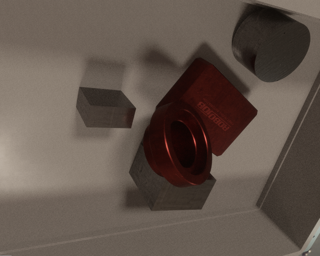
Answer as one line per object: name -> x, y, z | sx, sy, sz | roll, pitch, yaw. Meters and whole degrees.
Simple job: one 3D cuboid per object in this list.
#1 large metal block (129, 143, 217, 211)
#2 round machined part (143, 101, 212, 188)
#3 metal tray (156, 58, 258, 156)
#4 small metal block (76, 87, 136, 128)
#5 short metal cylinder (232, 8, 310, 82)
large metal block -> 0.015, 0.066, 0.424 | 0.081, 0.080, 0.050 | 8, 114, -33
round machined part -> 0.018, 0.021, 0.360 | 0.042, 0.098, 0.098 | -18, 140, 34
metal tray -> 0.069, -0.024, 0.430 | 0.130, 0.030, 0.090 | 34, 99, -39
small metal block -> -0.061, -0.023, 0.346 | 0.050, 0.050, 0.025 | 2, 118, -30
short metal cylinder -> 0.142, -0.106, 0.399 | 0.081, 0.050, 0.079 | -15, 133, -16
